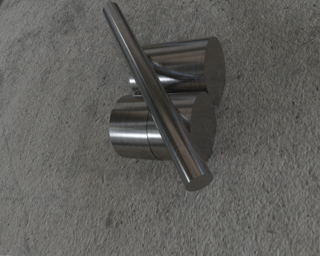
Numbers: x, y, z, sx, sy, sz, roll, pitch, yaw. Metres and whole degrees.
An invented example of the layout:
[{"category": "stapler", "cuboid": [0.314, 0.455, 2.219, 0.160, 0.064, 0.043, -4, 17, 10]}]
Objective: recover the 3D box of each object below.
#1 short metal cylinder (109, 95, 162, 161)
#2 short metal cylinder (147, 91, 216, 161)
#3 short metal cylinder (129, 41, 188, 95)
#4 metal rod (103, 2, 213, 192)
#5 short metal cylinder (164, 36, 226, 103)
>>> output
[{"category": "short metal cylinder", "cuboid": [-0.017, -0.001, 0.380, 0.050, 0.080, 0.080, 1, 62, 29]}, {"category": "short metal cylinder", "cuboid": [0.028, -0.001, 0.357, 0.050, 0.080, 0.080, 1, 62, 29]}, {"category": "short metal cylinder", "cuboid": [0.002, -0.072, 0.414, 0.050, 0.080, 0.080, 1, 62, 29]}, {"category": "metal rod", "cuboid": [-0.018, -0.061, 0.349, 0.025, 0.025, 0.300, -32, 52, 8]}, {"category": "short metal cylinder", "cuboid": [0.046, -0.071, 0.390, 0.050, 0.080, 0.080, 1, 62, 29]}]
